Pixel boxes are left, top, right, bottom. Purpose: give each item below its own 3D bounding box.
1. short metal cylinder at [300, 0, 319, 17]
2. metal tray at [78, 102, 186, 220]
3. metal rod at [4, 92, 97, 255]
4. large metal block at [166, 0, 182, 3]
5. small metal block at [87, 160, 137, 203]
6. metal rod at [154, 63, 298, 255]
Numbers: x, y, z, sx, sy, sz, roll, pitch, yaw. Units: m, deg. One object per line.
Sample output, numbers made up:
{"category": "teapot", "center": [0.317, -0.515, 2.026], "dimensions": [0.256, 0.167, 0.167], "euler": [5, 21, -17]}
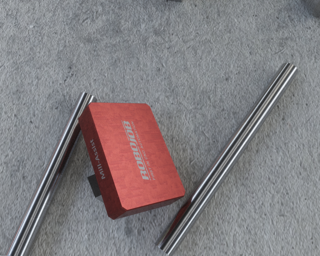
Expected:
{"category": "short metal cylinder", "center": [0.250, -0.213, 0.460], "dimensions": [0.080, 0.080, 0.050], "euler": [-24, 72, -9]}
{"category": "metal tray", "center": [-0.033, 0.032, 0.364], "dimensions": [0.091, 0.030, 0.130], "euler": [-3, 61, -41]}
{"category": "metal rod", "center": [-0.144, 0.091, 0.372], "dimensions": [0.025, 0.025, 0.299], "euler": [17, 71, 6]}
{"category": "large metal block", "center": [0.003, -0.253, 0.487], "dimensions": [0.080, 0.050, 0.080], "euler": [10, 70, 3]}
{"category": "small metal block", "center": [-0.054, 0.065, 0.371], "dimensions": [0.050, 0.050, 0.025], "euler": [-23, 72, -9]}
{"category": "metal rod", "center": [0.094, 0.029, 0.398], "dimensions": [0.025, 0.025, 0.300], "euler": [35, 73, 11]}
